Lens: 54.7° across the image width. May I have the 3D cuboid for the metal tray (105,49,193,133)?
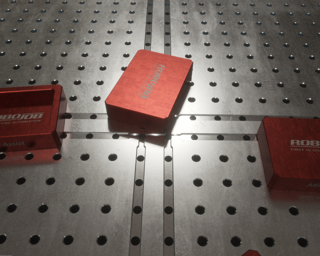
[{"bbox_3d":[-0.012,-0.059,0.454,0.090,0.030,0.130,15,51,12],"label":"metal tray"}]

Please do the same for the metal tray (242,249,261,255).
[{"bbox_3d":[0.087,0.182,0.253,0.091,0.030,0.130,-27,55,-22],"label":"metal tray"}]

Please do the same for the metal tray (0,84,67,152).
[{"bbox_3d":[-0.197,-0.014,0.413,0.131,0.030,0.090,-4,50,-4],"label":"metal tray"}]

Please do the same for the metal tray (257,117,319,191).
[{"bbox_3d":[0.194,0.031,0.381,0.131,0.030,0.090,2,50,1],"label":"metal tray"}]
